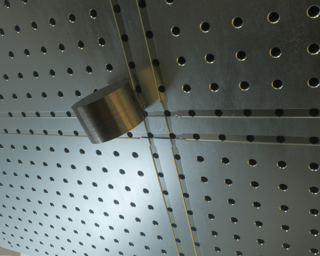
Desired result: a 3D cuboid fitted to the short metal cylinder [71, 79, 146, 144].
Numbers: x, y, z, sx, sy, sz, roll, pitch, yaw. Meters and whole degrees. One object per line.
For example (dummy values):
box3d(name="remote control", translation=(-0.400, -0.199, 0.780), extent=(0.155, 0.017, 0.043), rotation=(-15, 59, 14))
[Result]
box3d(name="short metal cylinder", translation=(-0.064, -0.022, 0.397), extent=(0.080, 0.080, 0.050), rotation=(-13, 112, 33))
